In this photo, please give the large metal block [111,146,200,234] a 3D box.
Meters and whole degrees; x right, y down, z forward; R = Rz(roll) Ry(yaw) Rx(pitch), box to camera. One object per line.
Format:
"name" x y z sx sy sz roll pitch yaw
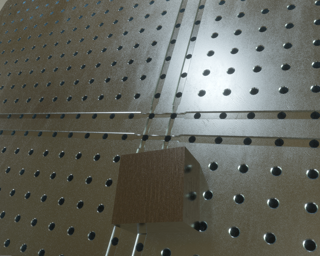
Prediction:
"large metal block" -0.002 0.072 0.350 0.080 0.050 0.080 -10 57 23
